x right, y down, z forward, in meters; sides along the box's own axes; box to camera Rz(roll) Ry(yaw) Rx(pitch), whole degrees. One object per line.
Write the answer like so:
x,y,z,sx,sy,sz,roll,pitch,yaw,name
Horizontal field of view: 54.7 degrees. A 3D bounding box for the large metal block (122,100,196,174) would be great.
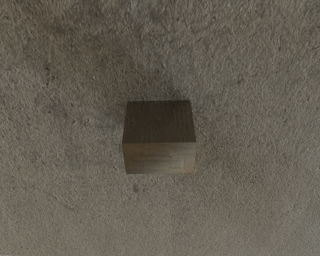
-0.001,0.009,0.381,0.081,0.080,0.050,-1,130,0,large metal block
